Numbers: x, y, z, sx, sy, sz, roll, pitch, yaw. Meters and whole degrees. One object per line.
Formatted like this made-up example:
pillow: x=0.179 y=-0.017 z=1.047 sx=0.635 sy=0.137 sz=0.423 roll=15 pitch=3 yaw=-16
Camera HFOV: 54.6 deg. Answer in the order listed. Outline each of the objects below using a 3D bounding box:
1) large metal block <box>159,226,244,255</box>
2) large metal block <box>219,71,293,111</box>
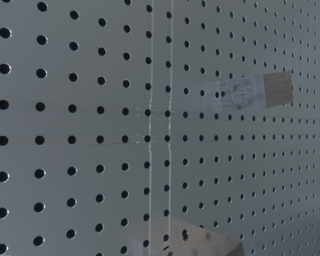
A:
large metal block: x=0.059 y=0.186 z=0.422 sx=0.081 sy=0.080 sz=0.050 roll=-21 pitch=104 yaw=-38
large metal block: x=0.156 y=-0.060 z=0.502 sx=0.081 sy=0.080 sz=0.050 roll=-13 pitch=99 yaw=-39
